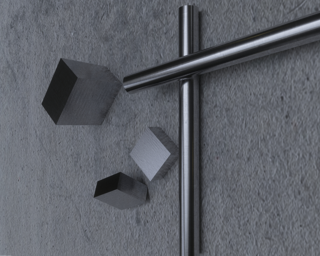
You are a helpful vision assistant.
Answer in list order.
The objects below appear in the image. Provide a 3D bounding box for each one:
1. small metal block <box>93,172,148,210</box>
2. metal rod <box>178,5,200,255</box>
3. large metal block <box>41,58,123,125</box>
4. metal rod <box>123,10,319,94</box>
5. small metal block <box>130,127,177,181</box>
[{"bbox_3d":[-0.054,0.088,0.427,0.050,0.050,0.025,-26,43,37],"label":"small metal block"},{"bbox_3d":[0.035,0.005,0.374,0.025,0.025,0.298,0,90,39],"label":"metal rod"},{"bbox_3d":[-0.116,-0.051,0.462,0.050,0.081,0.080,47,118,29],"label":"large metal block"},{"bbox_3d":[0.087,-0.080,0.310,0.300,0.025,0.025,-11,83,32],"label":"metal rod"},{"bbox_3d":[-0.006,0.033,0.408,0.050,0.025,0.050,49,118,28],"label":"small metal block"}]
